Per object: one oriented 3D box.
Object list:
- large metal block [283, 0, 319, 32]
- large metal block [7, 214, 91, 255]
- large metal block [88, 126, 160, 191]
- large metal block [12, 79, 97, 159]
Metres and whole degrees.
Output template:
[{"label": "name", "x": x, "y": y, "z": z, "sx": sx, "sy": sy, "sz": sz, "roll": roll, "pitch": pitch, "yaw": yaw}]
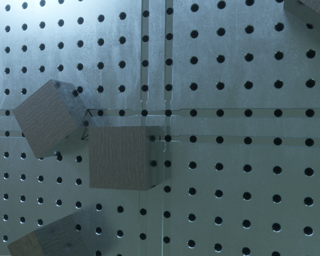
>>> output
[{"label": "large metal block", "x": 0.194, "y": -0.149, "z": 0.331, "sx": 0.080, "sy": 0.050, "sz": 0.080, "roll": 42, "pitch": 103, "yaw": 14}, {"label": "large metal block", "x": -0.150, "y": 0.178, "z": 0.435, "sx": 0.050, "sy": 0.080, "sz": 0.080, "roll": -31, "pitch": 80, "yaw": 17}, {"label": "large metal block", "x": -0.047, "y": 0.038, "z": 0.415, "sx": 0.080, "sy": 0.050, "sz": 0.079, "roll": -1, "pitch": 90, "yaw": 19}, {"label": "large metal block", "x": -0.153, "y": -0.012, "z": 0.452, "sx": 0.080, "sy": 0.050, "sz": 0.080, "roll": -34, "pitch": 79, "yaw": 16}]
